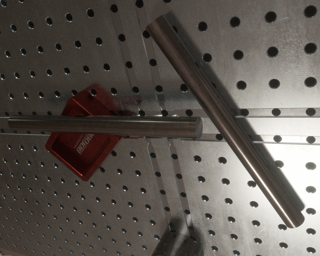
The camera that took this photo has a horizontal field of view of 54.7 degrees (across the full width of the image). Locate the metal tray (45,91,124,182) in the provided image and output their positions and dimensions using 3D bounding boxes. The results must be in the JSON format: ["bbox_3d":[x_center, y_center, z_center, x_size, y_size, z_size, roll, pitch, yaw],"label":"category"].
[{"bbox_3d":[-0.116,0.017,0.477,0.090,0.030,0.129,41,129,-1],"label":"metal tray"}]

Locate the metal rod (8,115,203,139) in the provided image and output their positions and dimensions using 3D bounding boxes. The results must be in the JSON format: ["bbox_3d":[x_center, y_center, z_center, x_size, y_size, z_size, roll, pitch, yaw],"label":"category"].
[{"bbox_3d":[-0.091,-0.004,0.414,0.301,0.025,0.025,2,119,26],"label":"metal rod"}]

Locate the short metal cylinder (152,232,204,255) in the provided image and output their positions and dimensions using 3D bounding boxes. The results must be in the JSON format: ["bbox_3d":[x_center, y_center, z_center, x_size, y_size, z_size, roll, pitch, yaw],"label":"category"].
[{"bbox_3d":[0.027,0.222,0.517,0.080,0.050,0.079,13,124,20],"label":"short metal cylinder"}]

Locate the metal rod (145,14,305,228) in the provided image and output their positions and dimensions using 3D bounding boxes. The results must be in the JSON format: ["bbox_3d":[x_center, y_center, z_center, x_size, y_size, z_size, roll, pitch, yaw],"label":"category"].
[{"bbox_3d":[0.083,0.001,0.367,0.025,0.025,0.299,-29,103,37],"label":"metal rod"}]
